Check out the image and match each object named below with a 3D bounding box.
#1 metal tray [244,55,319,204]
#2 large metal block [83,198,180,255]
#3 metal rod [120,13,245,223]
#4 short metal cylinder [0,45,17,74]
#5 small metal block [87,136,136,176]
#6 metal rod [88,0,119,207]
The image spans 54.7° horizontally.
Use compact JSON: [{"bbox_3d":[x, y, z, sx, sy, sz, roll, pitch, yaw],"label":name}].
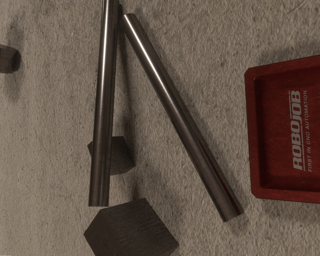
[{"bbox_3d":[0.131,0.002,0.292,0.090,0.030,0.129,-4,87,39],"label":"metal tray"},{"bbox_3d":[-0.036,0.143,0.397,0.080,0.081,0.050,49,119,28],"label":"large metal block"},{"bbox_3d":[0.018,-0.028,0.388,0.025,0.025,0.299,-40,66,32],"label":"metal rod"},{"bbox_3d":[-0.349,-0.150,0.652,0.080,0.081,0.050,26,106,36],"label":"short metal cylinder"},{"bbox_3d":[-0.069,0.040,0.443,0.025,0.050,0.050,-37,67,34],"label":"small metal block"},{"bbox_3d":[-0.075,-0.046,0.425,0.025,0.025,0.299,-12,70,39],"label":"metal rod"}]
